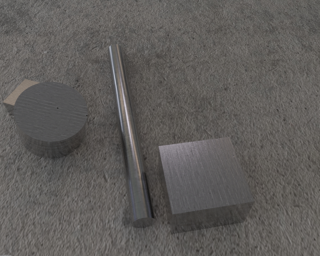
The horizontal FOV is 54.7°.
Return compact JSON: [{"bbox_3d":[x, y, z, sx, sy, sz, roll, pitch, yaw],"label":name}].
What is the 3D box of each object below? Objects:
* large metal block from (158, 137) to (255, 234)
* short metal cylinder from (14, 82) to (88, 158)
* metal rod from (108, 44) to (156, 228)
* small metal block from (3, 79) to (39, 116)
[{"bbox_3d":[0.045,0.061,0.336,0.081,0.050,0.080,-7,50,-6],"label":"large metal block"},{"bbox_3d":[-0.131,-0.009,0.378,0.081,0.050,0.080,8,61,-14],"label":"short metal cylinder"},{"bbox_3d":[-0.045,-0.015,0.415,0.025,0.025,0.300,-8,51,-7],"label":"metal rod"},{"bbox_3d":[-0.179,-0.038,0.434,0.050,0.025,0.050,15,52,12],"label":"small metal block"}]
